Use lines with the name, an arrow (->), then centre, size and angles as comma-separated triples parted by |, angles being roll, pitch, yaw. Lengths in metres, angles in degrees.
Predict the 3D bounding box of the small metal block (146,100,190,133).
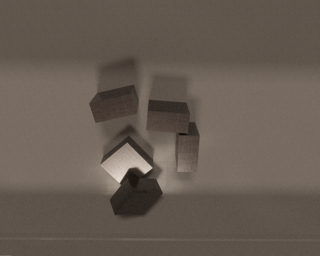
small metal block -> 0.009, -0.016, 0.392 | 0.050, 0.050, 0.025 | 4, 110, -2

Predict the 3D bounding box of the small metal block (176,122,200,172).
small metal block -> 0.035, 0.024, 0.407 | 0.025, 0.050, 0.050 | 1, 110, -1

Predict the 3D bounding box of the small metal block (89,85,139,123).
small metal block -> -0.055, -0.031, 0.386 | 0.050, 0.050, 0.025 | -12, 110, 4

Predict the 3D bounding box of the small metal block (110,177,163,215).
small metal block -> -0.033, 0.095, 0.429 | 0.050, 0.025, 0.050 | 12, 126, -40

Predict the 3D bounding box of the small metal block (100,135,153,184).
small metal block -> -0.045, 0.047, 0.428 | 0.050, 0.025, 0.050 | -39, 106, 13
